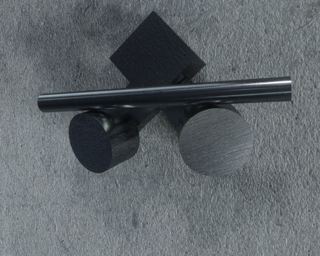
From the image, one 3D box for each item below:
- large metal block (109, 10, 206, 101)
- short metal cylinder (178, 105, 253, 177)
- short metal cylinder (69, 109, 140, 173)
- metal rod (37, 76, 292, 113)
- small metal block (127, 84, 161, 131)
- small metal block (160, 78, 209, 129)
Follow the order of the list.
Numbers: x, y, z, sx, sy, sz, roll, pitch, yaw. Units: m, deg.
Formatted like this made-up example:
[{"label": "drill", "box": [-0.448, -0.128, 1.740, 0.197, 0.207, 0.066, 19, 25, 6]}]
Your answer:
[{"label": "large metal block", "box": [-0.002, -0.085, 0.395, 0.080, 0.050, 0.080, -44, 77, 14]}, {"label": "short metal cylinder", "box": [0.061, 0.009, 0.360, 0.080, 0.050, 0.079, 0, 108, 1]}, {"label": "short metal cylinder", "box": [-0.074, 0.013, 0.407, 0.080, 0.050, 0.079, 15, 115, 34]}, {"label": "metal rod", "box": [-0.011, -0.036, 0.359, 0.301, 0.025, 0.025, -1, 90, 19]}, {"label": "small metal block", "box": [-0.032, -0.029, 0.422, 0.050, 0.025, 0.050, -45, 76, 13]}, {"label": "small metal block", "box": [0.036, -0.027, 0.397, 0.050, 0.025, 0.050, -45, 76, 14]}]
